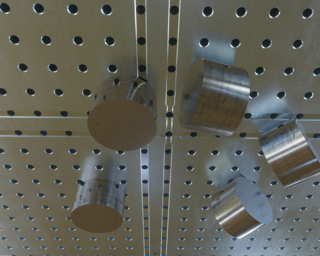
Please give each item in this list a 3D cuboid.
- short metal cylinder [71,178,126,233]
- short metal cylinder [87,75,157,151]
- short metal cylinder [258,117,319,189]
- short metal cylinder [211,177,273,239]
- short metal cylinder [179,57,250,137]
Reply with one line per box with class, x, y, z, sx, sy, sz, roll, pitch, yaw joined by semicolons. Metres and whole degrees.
short metal cylinder;-0.098;0.126;0.502;0.081;0.050;0.079;0;130;0
short metal cylinder;-0.044;-0.018;0.380;0.081;0.050;0.079;0;130;0
short metal cylinder;0.172;0.033;0.405;0.050;0.080;0.080;-31;124;24
short metal cylinder;0.127;0.123;0.481;0.080;0.080;0.050;29;124;-23
short metal cylinder;0.058;-0.034;0.347;0.050;0.080;0.079;12;129;-10
